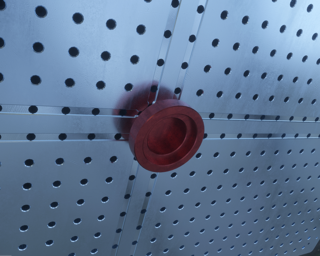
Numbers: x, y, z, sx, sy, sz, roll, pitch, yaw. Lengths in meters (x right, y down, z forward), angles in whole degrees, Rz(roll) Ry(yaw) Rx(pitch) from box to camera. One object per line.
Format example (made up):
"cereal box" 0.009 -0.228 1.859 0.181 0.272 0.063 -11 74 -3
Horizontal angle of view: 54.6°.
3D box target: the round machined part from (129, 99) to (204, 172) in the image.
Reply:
"round machined part" 0.005 0.006 0.405 0.099 0.042 0.097 -14 124 -21
